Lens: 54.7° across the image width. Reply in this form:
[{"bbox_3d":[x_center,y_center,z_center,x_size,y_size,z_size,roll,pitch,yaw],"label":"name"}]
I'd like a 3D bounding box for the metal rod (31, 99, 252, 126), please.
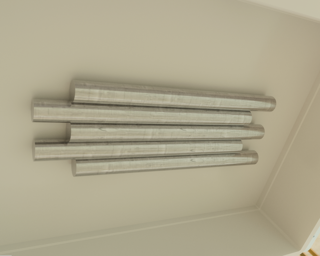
[{"bbox_3d":[-0.001,-0.017,0.397,0.303,0.025,0.025,1,118,-29],"label":"metal rod"}]

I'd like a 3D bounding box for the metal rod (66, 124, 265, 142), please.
[{"bbox_3d":[0.028,0.005,0.427,0.303,0.025,0.025,1,118,-29],"label":"metal rod"}]

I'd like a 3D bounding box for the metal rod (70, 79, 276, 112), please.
[{"bbox_3d":[0.038,-0.038,0.406,0.303,0.025,0.025,1,118,-29],"label":"metal rod"}]

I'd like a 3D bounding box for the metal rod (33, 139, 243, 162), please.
[{"bbox_3d":[-0.009,0.026,0.420,0.303,0.025,0.025,1,118,-29],"label":"metal rod"}]

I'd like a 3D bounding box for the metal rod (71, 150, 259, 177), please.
[{"bbox_3d":[0.026,0.049,0.453,0.303,0.025,0.025,1,118,-29],"label":"metal rod"}]
